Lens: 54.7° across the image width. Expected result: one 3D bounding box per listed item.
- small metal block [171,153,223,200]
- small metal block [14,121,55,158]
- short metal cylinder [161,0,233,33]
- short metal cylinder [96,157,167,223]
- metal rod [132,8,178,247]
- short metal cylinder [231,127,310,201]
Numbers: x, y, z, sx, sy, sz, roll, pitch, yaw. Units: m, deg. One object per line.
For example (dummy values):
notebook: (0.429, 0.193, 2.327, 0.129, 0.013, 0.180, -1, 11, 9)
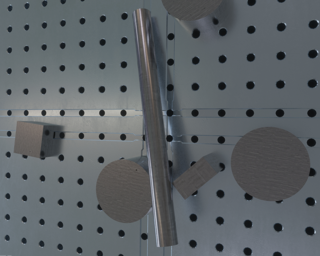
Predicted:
small metal block: (0.048, 0.058, 0.382, 0.050, 0.050, 0.025, -43, 77, 15)
small metal block: (-0.196, 0.017, 0.481, 0.050, 0.025, 0.050, 8, 93, 19)
short metal cylinder: (0.047, -0.164, 0.383, 0.080, 0.050, 0.079, 0, 90, 20)
short metal cylinder: (-0.037, 0.079, 0.412, 0.080, 0.050, 0.079, 0, 90, 20)
metal rod: (-0.008, -0.011, 0.386, 0.025, 0.025, 0.299, -12, 75, 19)
short metal cylinder: (0.125, 0.038, 0.355, 0.080, 0.050, 0.079, 0, 90, 20)
